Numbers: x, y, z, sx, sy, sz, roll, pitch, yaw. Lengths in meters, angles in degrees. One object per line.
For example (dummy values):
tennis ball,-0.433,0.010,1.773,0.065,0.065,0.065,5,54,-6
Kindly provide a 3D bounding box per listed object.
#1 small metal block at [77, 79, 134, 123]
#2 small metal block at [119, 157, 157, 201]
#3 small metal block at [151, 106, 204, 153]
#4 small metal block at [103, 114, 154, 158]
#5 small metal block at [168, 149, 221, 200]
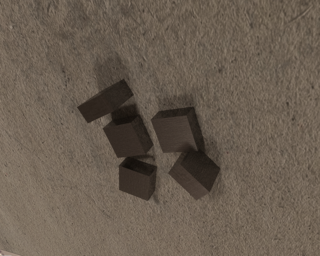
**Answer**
small metal block,-0.071,-0.035,0.404,0.050,0.050,0.025,-21,107,35
small metal block,-0.034,0.077,0.471,0.050,0.025,0.050,17,125,18
small metal block,0.023,0.003,0.396,0.050,0.025,0.050,-6,116,30
small metal block,-0.045,0.012,0.436,0.050,0.025,0.050,-10,113,32
small metal block,0.045,0.055,0.400,0.050,0.050,0.025,44,129,-3
